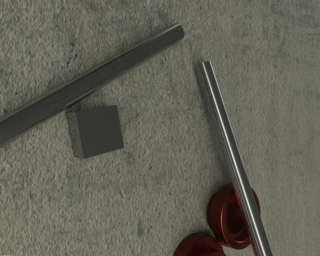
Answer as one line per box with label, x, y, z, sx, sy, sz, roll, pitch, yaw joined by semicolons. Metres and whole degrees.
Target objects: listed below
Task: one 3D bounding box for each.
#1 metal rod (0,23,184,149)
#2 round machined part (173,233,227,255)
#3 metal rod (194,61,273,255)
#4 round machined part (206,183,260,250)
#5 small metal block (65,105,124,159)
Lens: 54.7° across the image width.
metal rod;-0.075;-0.052;0.341;0.302;0.025;0.025;-39;114;-33
round machined part;0.063;0.206;0.447;0.099;0.042;0.097;0;90;-40
metal rod;0.107;0.048;0.452;0.025;0.025;0.299;-15;87;-39
round machined part;0.111;0.135;0.484;0.099;0.042;0.097;4;84;-40
small metal block;-0.072;0.003;0.345;0.050;0.025;0.050;-15;99;-39
